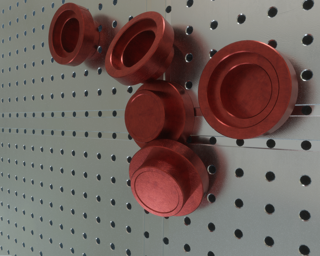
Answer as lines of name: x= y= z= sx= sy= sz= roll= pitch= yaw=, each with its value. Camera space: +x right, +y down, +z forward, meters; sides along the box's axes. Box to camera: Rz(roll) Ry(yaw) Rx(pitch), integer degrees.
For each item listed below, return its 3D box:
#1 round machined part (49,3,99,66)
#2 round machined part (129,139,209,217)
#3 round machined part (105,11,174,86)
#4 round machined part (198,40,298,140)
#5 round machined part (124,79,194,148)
round machined part: x=-0.138 y=-0.150 z=0.509 sx=0.098 sy=0.042 sz=0.097 roll=0 pitch=90 yaw=39
round machined part: x=0.004 y=0.065 z=0.369 sx=0.098 sy=0.042 sz=0.097 roll=12 pitch=118 yaw=23
round machined part: x=-0.021 y=-0.096 z=0.399 sx=0.098 sy=0.042 sz=0.098 roll=-21 pitch=53 yaw=31
round machined part: x=0.092 y=-0.037 z=0.321 sx=0.098 sy=0.042 sz=0.097 roll=0 pitch=90 yaw=39
round machined part: x=-0.008 y=-0.015 z=0.403 sx=0.098 sy=0.042 sz=0.097 roll=0 pitch=90 yaw=39
